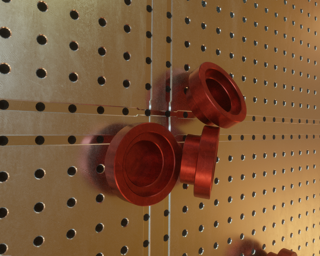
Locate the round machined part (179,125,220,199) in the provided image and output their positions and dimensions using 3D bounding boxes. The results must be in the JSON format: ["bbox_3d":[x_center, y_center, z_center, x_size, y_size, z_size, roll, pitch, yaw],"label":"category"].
[{"bbox_3d":[0.054,0.044,0.421,0.098,0.042,0.097,7,91,-78],"label":"round machined part"}]

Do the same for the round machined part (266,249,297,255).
[{"bbox_3d":[0.215,0.269,0.568,0.099,0.042,0.097,-14,108,-48],"label":"round machined part"}]

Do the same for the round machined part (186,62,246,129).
[{"bbox_3d":[0.076,-0.042,0.443,0.098,0.042,0.098,26,46,-31],"label":"round machined part"}]

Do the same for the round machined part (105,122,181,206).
[{"bbox_3d":[-0.024,0.042,0.377,0.099,0.042,0.097,0,90,-40],"label":"round machined part"}]
